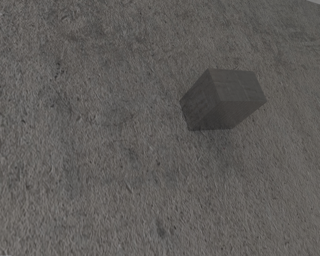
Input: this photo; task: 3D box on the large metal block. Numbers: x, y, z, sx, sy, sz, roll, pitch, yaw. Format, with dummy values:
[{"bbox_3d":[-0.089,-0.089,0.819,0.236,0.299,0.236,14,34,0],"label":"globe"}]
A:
[{"bbox_3d":[0.086,-0.038,0.437,0.081,0.080,0.050,-2,63,-29],"label":"large metal block"}]
